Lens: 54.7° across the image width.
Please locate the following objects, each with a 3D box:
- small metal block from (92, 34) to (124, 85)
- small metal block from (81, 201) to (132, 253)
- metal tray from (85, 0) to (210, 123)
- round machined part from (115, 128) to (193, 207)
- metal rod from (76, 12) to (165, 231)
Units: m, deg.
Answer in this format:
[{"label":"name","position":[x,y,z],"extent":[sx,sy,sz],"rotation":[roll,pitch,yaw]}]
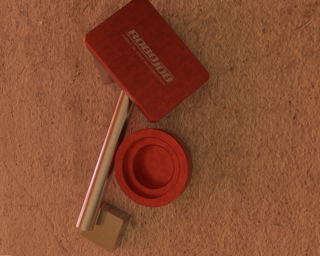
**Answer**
[{"label":"small metal block","position":[-0.069,-0.092,0.416],"extent":[0.025,0.050,0.050],"rotation":[-20,82,-22]},{"label":"small metal block","position":[-0.075,0.137,0.434],"extent":[0.050,0.025,0.050],"rotation":[23,98,18]},{"label":"metal tray","position":[-0.015,-0.082,0.377],"extent":[0.090,0.030,0.130],"rotation":[-40,92,-8]},{"label":"round machined part","position":[-0.005,0.049,0.401],"extent":[0.098,0.042,0.097],"rotation":[0,90,19]},{"label":"metal rod","position":[-0.053,-0.009,0.412],"extent":[0.025,0.025,0.298],"rotation":[19,91,18]}]
